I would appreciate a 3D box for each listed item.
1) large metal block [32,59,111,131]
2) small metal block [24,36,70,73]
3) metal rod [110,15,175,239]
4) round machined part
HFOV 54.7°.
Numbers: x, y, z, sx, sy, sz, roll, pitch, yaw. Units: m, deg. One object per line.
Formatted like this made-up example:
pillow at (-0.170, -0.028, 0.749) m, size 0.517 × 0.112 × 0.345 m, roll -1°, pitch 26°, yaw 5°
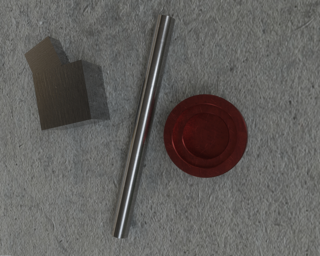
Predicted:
large metal block at (-0.124, -0.043, 0.438) m, size 0.080 × 0.050 × 0.080 m, roll -11°, pitch 86°, yaw 19°
small metal block at (-0.168, -0.101, 0.467) m, size 0.050 × 0.025 × 0.050 m, roll -30°, pitch 80°, yaw 17°
metal rod at (-0.024, 0.001, 0.416) m, size 0.025 × 0.025 × 0.298 m, roll 14°, pitch 95°, yaw 19°
round machined part at (0.058, 0.009, 0.379) m, size 0.098 × 0.042 × 0.097 m, roll 0°, pitch 90°, yaw 19°
